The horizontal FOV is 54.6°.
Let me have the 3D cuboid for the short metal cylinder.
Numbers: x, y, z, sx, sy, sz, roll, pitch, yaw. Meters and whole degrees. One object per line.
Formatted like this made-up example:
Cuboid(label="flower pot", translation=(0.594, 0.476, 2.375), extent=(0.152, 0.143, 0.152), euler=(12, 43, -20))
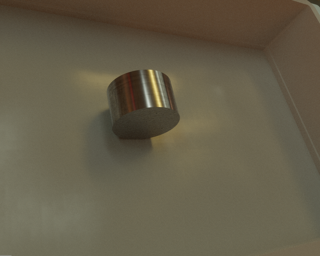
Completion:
Cuboid(label="short metal cylinder", translation=(-0.021, -0.026, 0.375), extent=(0.081, 0.080, 0.050), euler=(1, 61, -28))
